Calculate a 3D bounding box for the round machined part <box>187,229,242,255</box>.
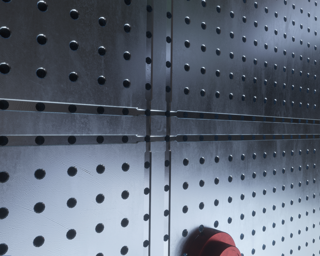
[{"bbox_3d":[0.088,0.208,0.471,0.099,0.042,0.097,0,90,-40],"label":"round machined part"}]
